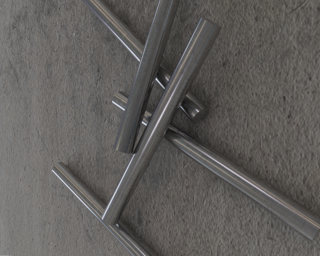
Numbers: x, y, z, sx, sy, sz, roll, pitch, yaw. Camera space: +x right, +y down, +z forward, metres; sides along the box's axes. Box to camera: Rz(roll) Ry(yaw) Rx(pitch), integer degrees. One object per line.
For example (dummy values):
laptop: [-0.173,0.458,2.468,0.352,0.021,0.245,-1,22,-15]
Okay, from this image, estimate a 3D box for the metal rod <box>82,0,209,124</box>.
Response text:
metal rod: [-0.036,-0.116,0.434,0.300,0.025,0.025,51,120,28]

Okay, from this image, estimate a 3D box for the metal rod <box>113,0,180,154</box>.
metal rod: [-0.002,-0.113,0.380,0.025,0.025,0.298,21,95,38]

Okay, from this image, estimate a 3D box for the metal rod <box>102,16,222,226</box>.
metal rod: [-0.010,0.011,0.379,0.025,0.025,0.298,44,121,31]

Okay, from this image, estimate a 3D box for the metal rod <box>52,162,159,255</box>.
metal rod: [-0.078,0.137,0.469,0.300,0.025,0.025,32,110,35]

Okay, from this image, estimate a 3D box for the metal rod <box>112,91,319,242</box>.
metal rod: [0.043,0.026,0.369,0.300,0.025,0.025,34,111,35]
